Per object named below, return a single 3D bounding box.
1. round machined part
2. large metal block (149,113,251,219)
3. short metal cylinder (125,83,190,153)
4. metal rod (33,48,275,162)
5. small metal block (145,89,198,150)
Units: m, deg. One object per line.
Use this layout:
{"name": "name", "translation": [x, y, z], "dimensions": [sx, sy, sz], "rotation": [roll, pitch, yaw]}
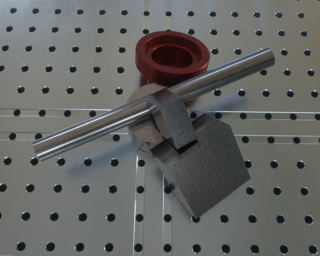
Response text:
{"name": "round machined part", "translation": [0.015, -0.088, 0.423], "dimensions": [0.099, 0.042, 0.098], "rotation": [4, 47, -4]}
{"name": "large metal block", "translation": [0.047, 0.042, 0.359], "dimensions": [0.080, 0.050, 0.080], "rotation": [-34, 118, -11]}
{"name": "short metal cylinder", "translation": [-0.003, -0.011, 0.402], "dimensions": [0.081, 0.050, 0.080], "rotation": [0, 70, 0]}
{"name": "metal rod", "translation": [0.001, -0.032, 0.370], "dimensions": [0.302, 0.025, 0.025], "rotation": [-23, 72, -9]}
{"name": "small metal block", "translation": [0.012, -0.011, 0.338], "dimensions": [0.025, 0.050, 0.050], "rotation": [-28, 115, -10]}
